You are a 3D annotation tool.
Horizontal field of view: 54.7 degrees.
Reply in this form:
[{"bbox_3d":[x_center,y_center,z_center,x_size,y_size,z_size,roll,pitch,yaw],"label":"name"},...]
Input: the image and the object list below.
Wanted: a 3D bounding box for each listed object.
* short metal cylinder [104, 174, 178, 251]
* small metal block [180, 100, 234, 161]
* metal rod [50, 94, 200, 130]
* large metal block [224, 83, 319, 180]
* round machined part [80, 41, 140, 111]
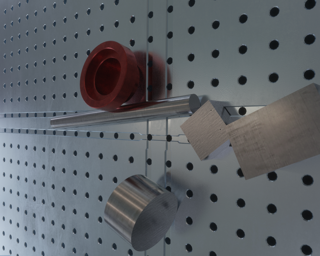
[{"bbox_3d":[-0.023,0.106,0.393,0.050,0.081,0.079,25,106,37],"label":"short metal cylinder"},{"bbox_3d":[0.059,0.003,0.361,0.050,0.025,0.050,-44,64,31],"label":"small metal block"},{"bbox_3d":[-0.073,-0.019,0.469,0.300,0.025,0.025,-5,87,39],"label":"metal rod"},{"bbox_3d":[0.119,0.005,0.276,0.080,0.081,0.050,-30,72,36],"label":"large metal block"},{"bbox_3d":[-0.068,-0.072,0.448,0.098,0.042,0.098,-9,75,37],"label":"round machined part"}]
